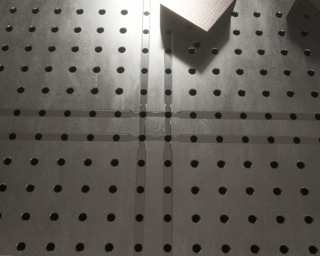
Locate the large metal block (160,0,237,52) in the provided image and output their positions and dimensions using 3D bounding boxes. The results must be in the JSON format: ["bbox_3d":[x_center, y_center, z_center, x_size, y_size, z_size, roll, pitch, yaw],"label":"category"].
[{"bbox_3d":[0.056,-0.175,0.463,0.080,0.050,0.080,35,74,11],"label":"large metal block"}]

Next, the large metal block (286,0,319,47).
[{"bbox_3d":[0.257,-0.178,0.467,0.080,0.050,0.080,-35,74,-12],"label":"large metal block"}]
